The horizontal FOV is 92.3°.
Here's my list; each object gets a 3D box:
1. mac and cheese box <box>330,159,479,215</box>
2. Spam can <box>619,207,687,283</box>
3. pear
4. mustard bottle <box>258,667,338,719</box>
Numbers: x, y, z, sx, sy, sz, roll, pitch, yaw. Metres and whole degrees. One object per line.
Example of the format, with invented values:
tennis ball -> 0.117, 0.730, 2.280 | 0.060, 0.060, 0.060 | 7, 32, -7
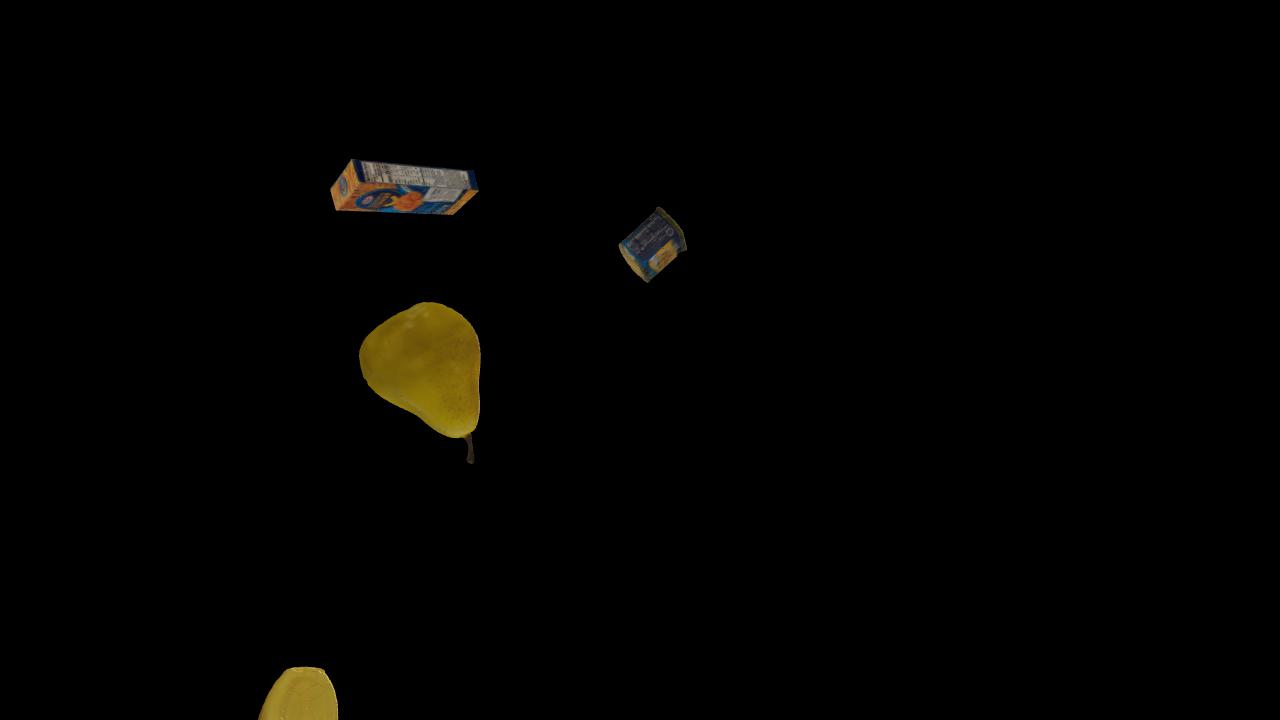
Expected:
mac and cheese box -> -0.341, -0.250, 0.901 | 0.184, 0.041, 0.093 | -12, -5, -45
Spam can -> 0.020, -0.173, 0.943 | 0.085, 0.058, 0.101 | -43, -15, 0
pear -> -0.136, 0.016, 0.427 | 0.080, 0.111, 0.080 | -34, 10, 7
mustard bottle -> -0.297, 0.343, 0.486 | 0.054, 0.184, 0.092 | 17, 18, -38
